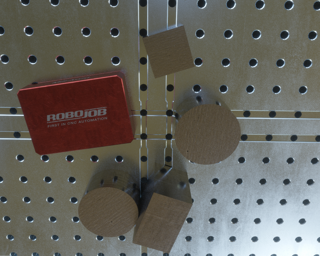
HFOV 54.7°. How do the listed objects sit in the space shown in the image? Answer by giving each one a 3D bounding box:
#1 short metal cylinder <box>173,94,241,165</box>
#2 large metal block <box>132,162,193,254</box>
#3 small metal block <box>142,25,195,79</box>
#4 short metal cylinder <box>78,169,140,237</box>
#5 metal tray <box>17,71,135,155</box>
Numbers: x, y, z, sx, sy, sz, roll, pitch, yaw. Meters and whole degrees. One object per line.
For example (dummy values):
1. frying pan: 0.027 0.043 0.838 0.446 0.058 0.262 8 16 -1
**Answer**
1. short metal cylinder: 0.058 0.000 0.400 0.081 0.050 0.079 0 110 -1
2. large metal block: 0.002 0.106 0.423 0.050 0.080 0.079 19 109 -7
3. small metal block: 0.011 -0.094 0.379 0.050 0.025 0.050 -16 110 5
4. short metal cylinder: -0.069 0.105 0.438 0.081 0.050 0.079 0 110 0
5. metal tray: -0.104 -0.019 0.403 0.131 0.030 0.089 -8 110 2
